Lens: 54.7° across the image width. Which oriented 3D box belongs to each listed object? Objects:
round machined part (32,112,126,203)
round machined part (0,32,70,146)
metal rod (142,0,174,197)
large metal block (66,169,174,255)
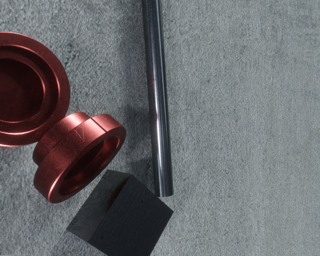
[{"bbox_3d":[-0.082,0.023,0.303,0.042,0.097,0.099,41,57,11],"label":"round machined part"},{"bbox_3d":[-0.137,-0.033,0.280,0.099,0.042,0.097,0,90,-40],"label":"round machined part"},{"bbox_3d":[-0.004,-0.060,0.403,0.025,0.025,0.298,-7,94,-40],"label":"metal rod"},{"bbox_3d":[-0.043,0.105,0.355,0.080,0.050,0.080,48,62,-30],"label":"large metal block"}]
